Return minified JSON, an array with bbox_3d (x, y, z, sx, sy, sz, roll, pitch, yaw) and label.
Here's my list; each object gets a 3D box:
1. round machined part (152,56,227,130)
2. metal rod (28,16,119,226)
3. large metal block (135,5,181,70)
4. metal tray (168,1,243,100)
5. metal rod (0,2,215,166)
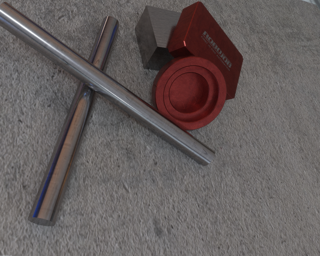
[{"bbox_3d":[0.037,-0.049,0.422,0.099,0.097,0.042,17,13,-19],"label":"round machined part"},{"bbox_3d":[-0.092,-0.034,0.375,0.025,0.025,0.300,21,54,-17],"label":"metal rod"},{"bbox_3d":[0.014,-0.134,0.479,0.081,0.050,0.080,1,61,-28],"label":"large metal block"},{"bbox_3d":[0.074,-0.112,0.469,0.130,0.030,0.090,39,57,-34],"label":"metal tray"},{"bbox_3d":[-0.053,-0.042,0.374,0.301,0.025,0.025,35,51,-17],"label":"metal rod"}]
